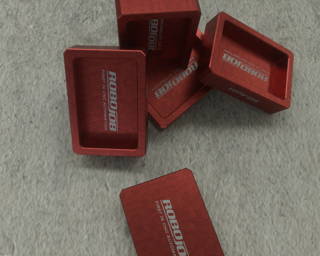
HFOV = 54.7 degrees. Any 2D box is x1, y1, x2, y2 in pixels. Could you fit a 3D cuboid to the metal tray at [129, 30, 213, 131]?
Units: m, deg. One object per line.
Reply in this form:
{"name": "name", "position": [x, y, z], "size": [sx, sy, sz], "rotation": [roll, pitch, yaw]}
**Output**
{"name": "metal tray", "position": [0.022, -0.069, 0.420], "size": [0.130, 0.030, 0.090], "rotation": [-40, 87, -12]}

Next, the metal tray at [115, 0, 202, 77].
{"name": "metal tray", "position": [-0.006, -0.108, 0.388], "size": [0.091, 0.130, 0.030], "rotation": [-6, 67, -7]}

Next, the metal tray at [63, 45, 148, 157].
{"name": "metal tray", "position": [-0.061, -0.030, 0.372], "size": [0.091, 0.030, 0.129], "rotation": [2, 112, 2]}

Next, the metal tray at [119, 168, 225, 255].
{"name": "metal tray", "position": [0.015, 0.122, 0.361], "size": [0.091, 0.030, 0.130], "rotation": [-18, 71, -7]}

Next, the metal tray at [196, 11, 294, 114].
{"name": "metal tray", "position": [0.116, -0.082, 0.407], "size": [0.131, 0.030, 0.090], "rotation": [21, 69, -22]}
